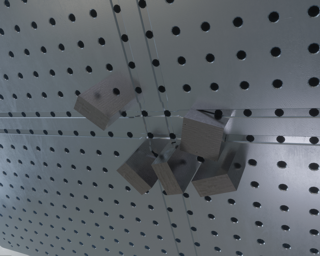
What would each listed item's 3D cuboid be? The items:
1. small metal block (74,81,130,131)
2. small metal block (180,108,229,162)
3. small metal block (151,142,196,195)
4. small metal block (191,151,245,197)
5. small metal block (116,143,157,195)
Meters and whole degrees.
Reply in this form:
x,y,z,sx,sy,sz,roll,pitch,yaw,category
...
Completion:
x,y,z,sx,sy,sz,roll,pitch,yaw,category
-0.078,-0.031,0.418,0.050,0.050,0.025,36,129,4,small metal block
0.055,0.009,0.388,0.050,0.025,0.050,17,125,19,small metal block
0.020,0.054,0.419,0.025,0.050,0.050,-15,111,34,small metal block
0.075,0.058,0.392,0.050,0.050,0.025,-20,108,35,small metal block
-0.026,0.058,0.445,0.050,0.050,0.025,45,129,-3,small metal block
